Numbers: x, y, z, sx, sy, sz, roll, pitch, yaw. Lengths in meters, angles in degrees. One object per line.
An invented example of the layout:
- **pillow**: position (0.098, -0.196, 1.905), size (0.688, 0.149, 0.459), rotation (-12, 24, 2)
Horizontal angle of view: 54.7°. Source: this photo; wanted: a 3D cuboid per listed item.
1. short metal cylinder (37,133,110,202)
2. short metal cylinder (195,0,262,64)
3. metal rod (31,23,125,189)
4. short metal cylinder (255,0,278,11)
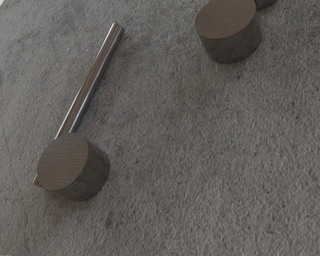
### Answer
- **short metal cylinder**: position (-0.115, 0.053, 0.416), size (0.080, 0.050, 0.080), rotation (-13, 56, 21)
- **short metal cylinder**: position (0.094, -0.135, 0.421), size (0.080, 0.050, 0.080), rotation (-13, 56, 21)
- **metal rod**: position (-0.123, -0.047, 0.497), size (0.025, 0.025, 0.300), rotation (7, 65, 31)
- **short metal cylinder**: position (0.136, -0.217, 0.449), size (0.080, 0.050, 0.080), rotation (-13, 56, 21)
